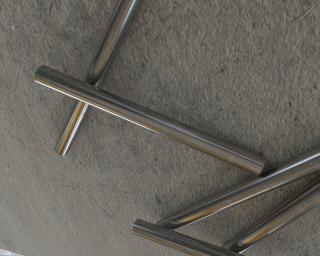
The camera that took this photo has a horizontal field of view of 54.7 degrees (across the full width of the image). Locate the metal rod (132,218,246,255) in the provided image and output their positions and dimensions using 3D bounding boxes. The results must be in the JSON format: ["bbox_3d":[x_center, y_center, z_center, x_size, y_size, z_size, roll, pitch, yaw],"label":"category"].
[{"bbox_3d":[0.099,0.186,0.435,0.301,0.025,0.025,13,124,21],"label":"metal rod"}]

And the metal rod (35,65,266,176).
[{"bbox_3d":[-0.017,-0.012,0.387,0.301,0.025,0.025,23,127,6],"label":"metal rod"}]

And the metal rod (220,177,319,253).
[{"bbox_3d":[0.165,0.098,0.380,0.025,0.025,0.298,37,129,3],"label":"metal rod"}]

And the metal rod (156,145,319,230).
[{"bbox_3d":[0.095,0.092,0.413,0.025,0.025,0.299,48,129,-6],"label":"metal rod"}]

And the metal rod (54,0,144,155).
[{"bbox_3d":[-0.094,-0.057,0.420,0.025,0.025,0.298,39,129,2],"label":"metal rod"}]
